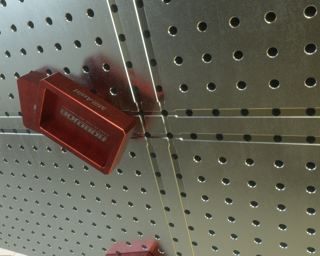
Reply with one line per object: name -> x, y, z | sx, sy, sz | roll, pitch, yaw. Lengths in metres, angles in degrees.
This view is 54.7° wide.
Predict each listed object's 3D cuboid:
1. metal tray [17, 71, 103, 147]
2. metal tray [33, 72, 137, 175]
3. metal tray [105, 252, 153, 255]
metal tray -> -0.151, -0.024, 0.470 | 0.130, 0.030, 0.089 | 20, 126, 16
metal tray -> -0.105, -0.005, 0.418 | 0.130, 0.030, 0.089 | 32, 128, 6
metal tray -> -0.051, 0.292, 0.613 | 0.130, 0.030, 0.090 | -21, 108, 35
